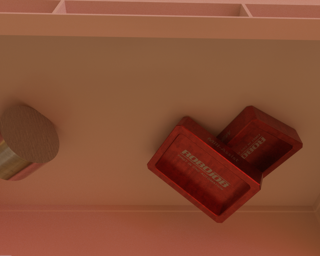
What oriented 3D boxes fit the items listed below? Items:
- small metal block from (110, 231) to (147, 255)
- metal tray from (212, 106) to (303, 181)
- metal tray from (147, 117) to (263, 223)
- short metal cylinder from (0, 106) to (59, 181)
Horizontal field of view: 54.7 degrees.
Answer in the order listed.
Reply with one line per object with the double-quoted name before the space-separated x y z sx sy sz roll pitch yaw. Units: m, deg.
"small metal block" -0.060 0.233 0.609 0.050 0.025 0.050 -30 124 23
"metal tray" 0.120 0.038 0.439 0.090 0.030 0.129 25 126 -20
"metal tray" 0.058 0.058 0.417 0.130 0.030 0.089 38 123 4
"short metal cylinder" -0.175 0.019 0.387 0.050 0.080 0.080 -32 123 24
